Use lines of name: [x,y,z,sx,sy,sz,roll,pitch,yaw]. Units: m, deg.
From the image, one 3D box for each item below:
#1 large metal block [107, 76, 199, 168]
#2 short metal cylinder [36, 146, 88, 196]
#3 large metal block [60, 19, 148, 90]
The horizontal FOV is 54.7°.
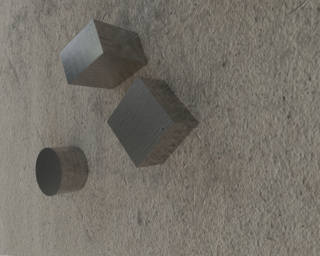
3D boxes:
large metal block: [-0.012,-0.007,0.398,0.080,0.050,0.080,-51,60,27]
short metal cylinder: [-0.167,0.072,0.527,0.080,0.050,0.080,0,90,40]
large metal block: [-0.078,-0.098,0.434,0.080,0.081,0.050,-29,72,36]
